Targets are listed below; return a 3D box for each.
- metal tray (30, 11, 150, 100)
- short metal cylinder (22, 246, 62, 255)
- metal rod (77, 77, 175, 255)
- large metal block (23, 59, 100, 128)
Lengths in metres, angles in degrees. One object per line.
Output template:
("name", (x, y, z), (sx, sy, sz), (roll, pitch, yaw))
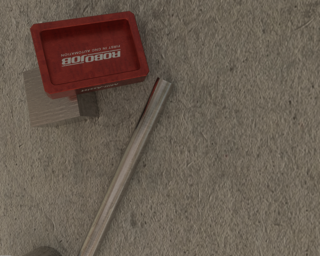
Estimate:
("metal tray", (-0.088, -0.095, 0.401), (0.131, 0.030, 0.090), (-14, 85, -14))
("short metal cylinder", (-0.184, 0.224, 0.459), (0.080, 0.050, 0.079), (0, 90, 19))
("metal rod", (-0.054, 0.072, 0.426), (0.025, 0.025, 0.298), (27, 99, 17))
("large metal block", (-0.140, -0.047, 0.444), (0.080, 0.050, 0.080), (-12, 86, 19))
